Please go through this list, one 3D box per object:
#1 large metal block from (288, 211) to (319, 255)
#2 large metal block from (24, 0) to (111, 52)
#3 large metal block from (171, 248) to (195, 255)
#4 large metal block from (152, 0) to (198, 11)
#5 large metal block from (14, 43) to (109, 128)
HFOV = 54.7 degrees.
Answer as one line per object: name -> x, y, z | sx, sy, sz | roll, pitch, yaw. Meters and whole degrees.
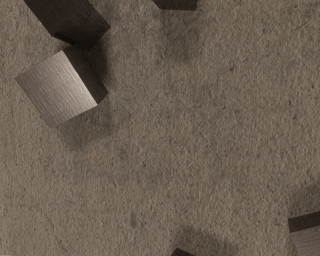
large metal block -> 0.193, 0.132, 0.328 | 0.080, 0.050, 0.080 | -22, 83, 18
large metal block -> -0.127, -0.159, 0.423 | 0.050, 0.080, 0.080 | -43, 77, 14
large metal block -> 0.039, 0.210, 0.381 | 0.080, 0.050, 0.080 | 18, 96, 18
large metal block -> 0.016, -0.196, 0.373 | 0.050, 0.080, 0.079 | 10, 93, 19
large metal block -> -0.132, -0.058, 0.424 | 0.080, 0.050, 0.080 | -24, 109, 18
